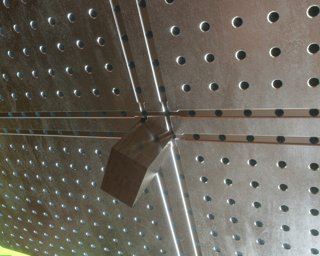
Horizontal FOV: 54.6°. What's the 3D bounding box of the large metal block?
[{"bbox_3d":[-0.031,0.045,0.420,0.050,0.080,0.079,29,128,10],"label":"large metal block"}]
